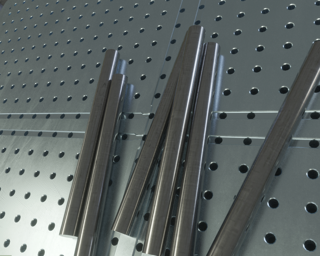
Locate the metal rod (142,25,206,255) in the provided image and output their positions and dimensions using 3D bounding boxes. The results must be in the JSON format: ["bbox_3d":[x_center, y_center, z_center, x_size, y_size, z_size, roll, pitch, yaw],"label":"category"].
[{"bbox_3d":[0.023,-0.001,0.384,0.025,0.025,0.299,0,66,28],"label":"metal rod"}]

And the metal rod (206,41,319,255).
[{"bbox_3d":[0.116,0.030,0.328,0.025,0.025,0.300,21,73,36],"label":"metal rod"}]

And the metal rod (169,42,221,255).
[{"bbox_3d":[0.046,0.018,0.373,0.025,0.025,0.300,-3,60,27],"label":"metal rod"}]

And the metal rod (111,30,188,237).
[{"bbox_3d":[0.003,-0.009,0.413,0.025,0.025,0.300,7,65,31],"label":"metal rod"}]

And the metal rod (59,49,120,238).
[{"bbox_3d":[-0.097,0.005,0.457,0.025,0.025,0.300,-7,58,24],"label":"metal rod"}]

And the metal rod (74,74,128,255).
[{"bbox_3d":[-0.077,0.052,0.417,0.025,0.025,0.300,-8,58,24],"label":"metal rod"}]
